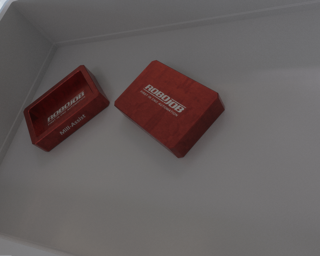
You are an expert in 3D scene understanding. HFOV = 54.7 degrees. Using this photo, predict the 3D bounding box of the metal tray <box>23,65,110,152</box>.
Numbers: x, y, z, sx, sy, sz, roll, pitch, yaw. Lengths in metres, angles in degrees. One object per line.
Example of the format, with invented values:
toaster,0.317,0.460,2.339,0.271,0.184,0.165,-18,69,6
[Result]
metal tray,-0.155,-0.034,0.504,0.130,0.030,0.090,-37,51,3

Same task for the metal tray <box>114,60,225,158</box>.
metal tray,0.009,-0.030,0.417,0.090,0.030,0.130,-48,51,-6
